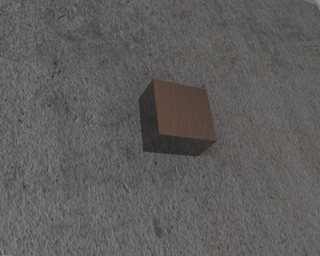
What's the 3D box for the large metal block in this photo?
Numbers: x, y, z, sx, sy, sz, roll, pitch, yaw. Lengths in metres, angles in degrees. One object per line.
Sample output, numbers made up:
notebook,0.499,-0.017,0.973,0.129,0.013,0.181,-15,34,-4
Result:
large metal block,0.021,-0.011,0.409,0.081,0.050,0.080,8,58,-25
